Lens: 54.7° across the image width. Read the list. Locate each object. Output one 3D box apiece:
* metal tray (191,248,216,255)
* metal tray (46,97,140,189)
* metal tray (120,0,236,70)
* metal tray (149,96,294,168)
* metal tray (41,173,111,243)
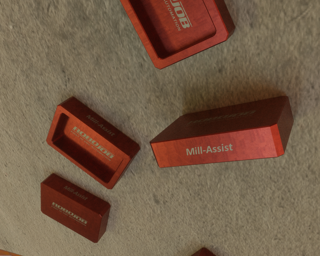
[{"bbox_3d":[0.071,0.267,0.529,0.090,0.030,0.129,38,129,2],"label":"metal tray"},{"bbox_3d":[-0.104,0.025,0.471,0.130,0.030,0.089,36,129,3],"label":"metal tray"},{"bbox_3d":[0.008,-0.135,0.314,0.090,0.030,0.130,-18,110,34],"label":"metal tray"},{"bbox_3d":[0.066,0.004,0.329,0.130,0.090,0.030,-10,106,32],"label":"metal tray"},{"bbox_3d":[-0.160,0.150,0.578,0.130,0.030,0.089,25,127,12],"label":"metal tray"}]
